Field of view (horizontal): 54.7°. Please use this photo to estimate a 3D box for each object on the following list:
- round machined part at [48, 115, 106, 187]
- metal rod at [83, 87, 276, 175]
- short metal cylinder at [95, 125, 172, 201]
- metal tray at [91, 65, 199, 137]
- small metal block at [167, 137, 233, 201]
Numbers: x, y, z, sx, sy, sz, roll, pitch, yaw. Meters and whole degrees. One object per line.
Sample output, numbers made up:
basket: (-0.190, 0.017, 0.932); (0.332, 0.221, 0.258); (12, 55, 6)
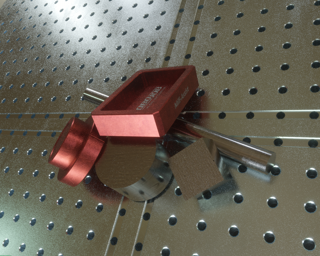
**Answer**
round machined part: (-0.111, 0.024, 0.406); (0.098, 0.042, 0.098); (-47, 25, 30)
metal rod: (0.001, -0.008, 0.408); (0.300, 0.025, 0.025); (22, 73, 36)
short metal cylinder: (-0.030, 0.043, 0.377); (0.080, 0.050, 0.080); (-13, 56, 21)
metal tray: (-0.014, -0.038, 0.393); (0.090, 0.030, 0.131); (0, 33, 27)
small metal block: (0.043, 0.045, 0.339); (0.050, 0.025, 0.050); (-36, 66, 25)
